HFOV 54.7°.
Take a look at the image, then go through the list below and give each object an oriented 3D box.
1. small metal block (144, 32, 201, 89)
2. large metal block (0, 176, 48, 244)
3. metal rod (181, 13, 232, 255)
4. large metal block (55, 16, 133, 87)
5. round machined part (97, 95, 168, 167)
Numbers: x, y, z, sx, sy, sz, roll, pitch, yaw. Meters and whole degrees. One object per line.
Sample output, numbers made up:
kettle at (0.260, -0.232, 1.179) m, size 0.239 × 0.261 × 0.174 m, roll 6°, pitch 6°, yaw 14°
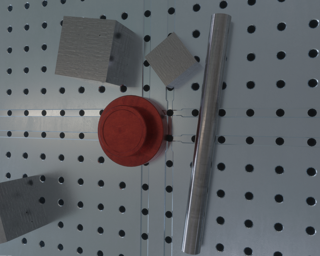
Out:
small metal block at (0.017, -0.088, 0.407) m, size 0.050 × 0.025 × 0.050 m, roll -38°, pitch 78°, yaw 16°
large metal block at (-0.225, 0.122, 0.463) m, size 0.050 × 0.080 × 0.080 m, roll -20°, pitch 83°, yaw 19°
metal rod at (0.058, 0.009, 0.391) m, size 0.025 × 0.025 × 0.298 m, roll 8°, pitch 93°, yaw 20°
large metal block at (-0.091, -0.105, 0.431) m, size 0.080 × 0.050 × 0.079 m, roll 11°, pitch 94°, yaw 19°
round machined part at (-0.042, 0.004, 0.418) m, size 0.098 × 0.042 × 0.097 m, roll 0°, pitch 90°, yaw 20°
